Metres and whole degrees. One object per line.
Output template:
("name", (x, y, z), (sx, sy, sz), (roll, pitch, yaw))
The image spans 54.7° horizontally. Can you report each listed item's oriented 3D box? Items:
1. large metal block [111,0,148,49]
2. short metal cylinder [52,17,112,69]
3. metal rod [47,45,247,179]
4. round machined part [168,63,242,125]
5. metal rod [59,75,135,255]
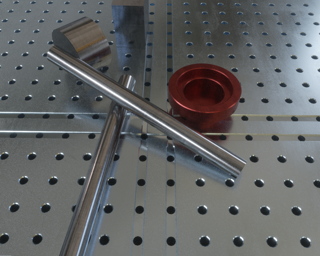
("large metal block", (-0.048, -0.194, 0.535), (0.050, 0.080, 0.080), (2, 50, 2))
("short metal cylinder", (-0.119, -0.122, 0.473), (0.050, 0.080, 0.080), (-36, 59, -26))
("metal rod", (-0.027, -0.028, 0.403), (0.300, 0.025, 0.025), (32, 57, 14))
("round machined part", (0.060, -0.043, 0.433), (0.099, 0.042, 0.098), (0, 50, 0))
("metal rod", (-0.070, 0.043, 0.370), (0.025, 0.025, 0.300), (6, 50, 5))
